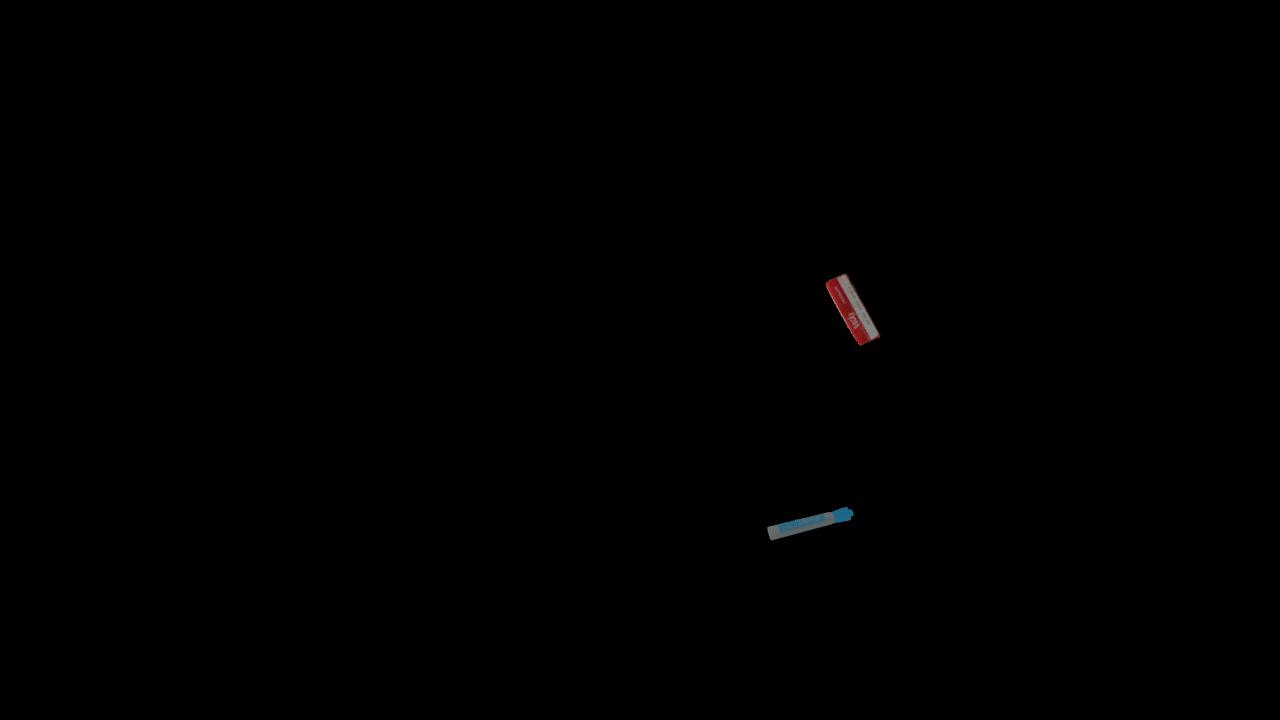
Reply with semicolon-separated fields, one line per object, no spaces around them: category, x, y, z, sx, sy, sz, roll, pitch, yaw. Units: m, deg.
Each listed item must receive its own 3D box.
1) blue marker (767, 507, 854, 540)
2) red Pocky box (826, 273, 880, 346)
blue marker;0.239;0.228;0.860;0.121;0.020;0.020;-14;0;-1
red Pocky box;0.259;-0.063;0.754;0.028;0.083;0.155;-29;-3;18
